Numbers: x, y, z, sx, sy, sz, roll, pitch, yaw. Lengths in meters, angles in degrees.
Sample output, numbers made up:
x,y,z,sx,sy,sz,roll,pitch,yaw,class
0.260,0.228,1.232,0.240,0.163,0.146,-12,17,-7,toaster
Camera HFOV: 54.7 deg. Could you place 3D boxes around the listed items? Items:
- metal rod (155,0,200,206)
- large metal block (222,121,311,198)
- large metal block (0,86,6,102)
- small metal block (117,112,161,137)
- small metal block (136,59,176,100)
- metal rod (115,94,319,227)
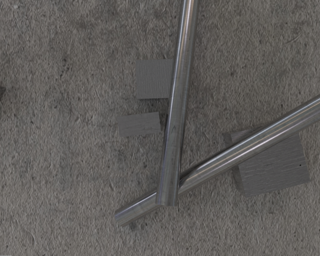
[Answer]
x,y,z,sx,sy,sz,roll,pitch,yaw,class
0.026,-0.057,0.384,0.025,0.025,0.299,7,80,0,metal rod
0.134,0.036,0.399,0.080,0.050,0.080,-14,90,0,large metal block
-0.256,-0.047,0.380,0.080,0.080,0.050,23,90,0,large metal block
-0.025,-0.004,0.397,0.050,0.050,0.025,-7,90,0,small metal block
-0.005,-0.063,0.410,0.050,0.025,0.050,-2,90,0,small metal block
0.069,0.043,0.367,0.300,0.025,0.025,-32,90,17,metal rod
